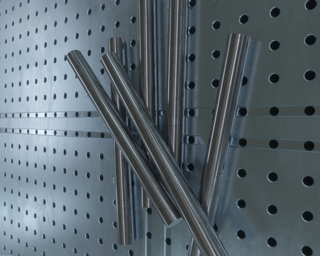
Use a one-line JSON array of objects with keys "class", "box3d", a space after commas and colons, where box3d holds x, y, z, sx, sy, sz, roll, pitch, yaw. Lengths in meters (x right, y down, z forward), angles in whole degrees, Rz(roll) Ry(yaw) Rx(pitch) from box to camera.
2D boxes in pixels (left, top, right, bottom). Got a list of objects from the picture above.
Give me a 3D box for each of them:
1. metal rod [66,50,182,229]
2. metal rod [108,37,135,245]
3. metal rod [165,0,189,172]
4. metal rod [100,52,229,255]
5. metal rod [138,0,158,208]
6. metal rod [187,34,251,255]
[{"class": "metal rod", "box3d": [-0.059, -0.002, 0.424, 0.025, 0.025, 0.299, -49, 61, 29]}, {"class": "metal rod", "box3d": [-0.057, 0.017, 0.457, 0.025, 0.025, 0.298, -5, 87, 40]}, {"class": "metal rod", "box3d": [0.021, -0.080, 0.392, 0.025, 0.025, 0.298, 3, 92, 40]}, {"class": "metal rod", "box3d": [-0.004, 0.023, 0.379, 0.025, 0.025, 0.299, -44, 64, 31]}, {"class": "metal rod", "box3d": [-0.016, -0.044, 0.423, 0.025, 0.025, 0.298, -2, 89, 40]}, {"class": "metal rod", "box3d": [0.063, 0.046, 0.358, 0.025, 0.025, 0.298, 16, 100, 39]}]
